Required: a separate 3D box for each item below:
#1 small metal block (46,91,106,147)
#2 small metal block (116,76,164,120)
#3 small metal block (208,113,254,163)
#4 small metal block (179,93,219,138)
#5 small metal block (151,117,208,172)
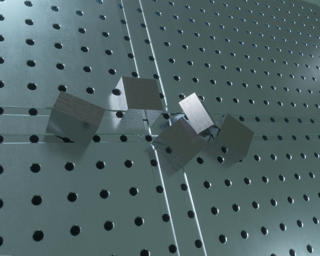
[{"bbox_3d":[-0.095,-0.009,0.346,0.050,0.050,0.025,23,53,-14],"label":"small metal block"},{"bbox_3d":[-0.028,-0.040,0.417,0.050,0.025,0.050,1,61,-28],"label":"small metal block"},{"bbox_3d":[0.105,0.015,0.455,0.050,0.025,0.050,35,51,-5],"label":"small metal block"},{"bbox_3d":[0.055,-0.017,0.430,0.050,0.025,0.050,61,13,15],"label":"small metal block"},{"bbox_3d":[0.026,0.021,0.409,0.050,0.025,0.050,48,51,5],"label":"small metal block"}]
